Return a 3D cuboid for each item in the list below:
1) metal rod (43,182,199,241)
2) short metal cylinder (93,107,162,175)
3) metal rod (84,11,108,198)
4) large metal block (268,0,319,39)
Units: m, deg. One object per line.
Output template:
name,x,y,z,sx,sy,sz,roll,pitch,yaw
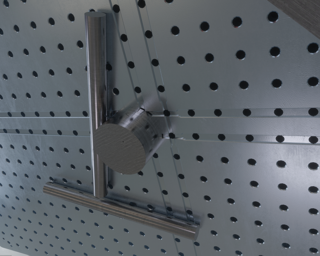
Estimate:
metal rod,-0.079,0.139,0.539,0.301,0.025,0.025,10,123,23
short metal cylinder,-0.044,0.017,0.429,0.080,0.050,0.079,13,124,21
metal rod,-0.090,-0.012,0.450,0.025,0.025,0.298,18,126,18
large metal block,0.141,-0.122,0.245,0.080,0.050,0.080,38,129,2
